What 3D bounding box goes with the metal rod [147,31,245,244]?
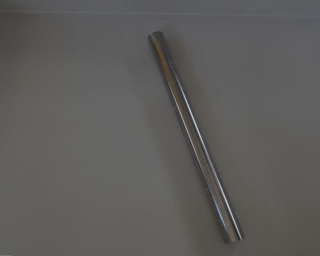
[{"bbox_3d":[0.040,-0.001,0.410,0.025,0.025,0.299,-17,71,-7],"label":"metal rod"}]
